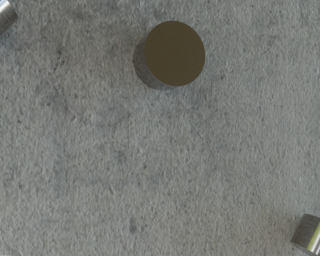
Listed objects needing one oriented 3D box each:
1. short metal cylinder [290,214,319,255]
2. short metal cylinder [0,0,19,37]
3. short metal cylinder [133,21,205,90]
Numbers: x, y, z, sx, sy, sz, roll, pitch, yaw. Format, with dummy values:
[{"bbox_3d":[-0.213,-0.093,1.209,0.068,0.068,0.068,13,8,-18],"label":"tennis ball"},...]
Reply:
[{"bbox_3d":[0.250,0.175,0.475,0.080,0.080,0.050,36,79,-17],"label":"short metal cylinder"},{"bbox_3d":[-0.193,-0.123,0.308,0.080,0.080,0.050,43,77,-16],"label":"short metal cylinder"},{"bbox_3d":[0.011,-0.091,0.401,0.081,0.050,0.079,0,90,-21],"label":"short metal cylinder"}]
